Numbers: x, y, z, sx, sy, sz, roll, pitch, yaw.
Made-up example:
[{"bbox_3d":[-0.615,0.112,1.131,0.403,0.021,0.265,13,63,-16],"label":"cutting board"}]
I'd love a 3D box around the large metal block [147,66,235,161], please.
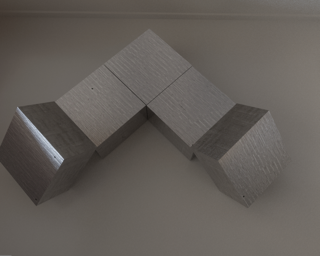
[{"bbox_3d":[0.041,-0.018,0.401,0.080,0.050,0.080,-42,76,-14],"label":"large metal block"}]

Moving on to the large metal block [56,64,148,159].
[{"bbox_3d":[-0.074,-0.020,0.401,0.080,0.050,0.080,-42,76,-14],"label":"large metal block"}]

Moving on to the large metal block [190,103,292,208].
[{"bbox_3d":[0.096,0.030,0.361,0.080,0.050,0.080,-42,119,-14],"label":"large metal block"}]

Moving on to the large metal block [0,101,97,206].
[{"bbox_3d":[-0.133,0.028,0.360,0.080,0.050,0.080,44,118,14],"label":"large metal block"}]

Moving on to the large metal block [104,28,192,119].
[{"bbox_3d":[-0.015,-0.073,0.421,0.080,0.050,0.080,-42,76,-14],"label":"large metal block"}]
